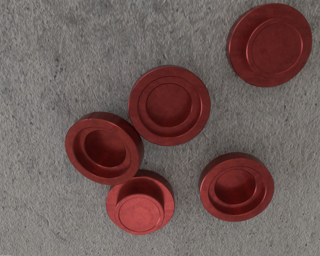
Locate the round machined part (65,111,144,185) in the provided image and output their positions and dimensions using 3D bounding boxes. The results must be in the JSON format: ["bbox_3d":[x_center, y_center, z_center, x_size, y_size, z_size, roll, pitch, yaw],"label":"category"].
[{"bbox_3d":[-0.067,0.022,0.399,0.098,0.042,0.097,7,120,12],"label":"round machined part"}]

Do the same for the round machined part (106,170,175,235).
[{"bbox_3d":[-0.028,0.112,0.442,0.099,0.042,0.097,0,110,0],"label":"round machined part"}]

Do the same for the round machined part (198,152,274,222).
[{"bbox_3d":[0.102,0.077,0.430,0.099,0.042,0.097,0,110,0],"label":"round machined part"}]

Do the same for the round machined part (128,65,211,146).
[{"bbox_3d":[0.010,-0.030,0.387,0.099,0.042,0.097,-1,108,-3],"label":"round machined part"}]

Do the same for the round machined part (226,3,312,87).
[{"bbox_3d":[0.131,-0.096,0.366,0.099,0.042,0.097,0,110,0],"label":"round machined part"}]
